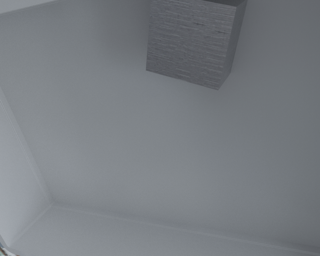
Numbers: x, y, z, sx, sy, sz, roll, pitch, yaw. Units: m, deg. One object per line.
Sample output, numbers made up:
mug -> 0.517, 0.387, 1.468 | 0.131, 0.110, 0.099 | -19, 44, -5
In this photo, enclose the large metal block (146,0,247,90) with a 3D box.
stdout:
large metal block -> 0.035, -0.094, 0.316 | 0.080, 0.050, 0.079 | 18, 126, 17
